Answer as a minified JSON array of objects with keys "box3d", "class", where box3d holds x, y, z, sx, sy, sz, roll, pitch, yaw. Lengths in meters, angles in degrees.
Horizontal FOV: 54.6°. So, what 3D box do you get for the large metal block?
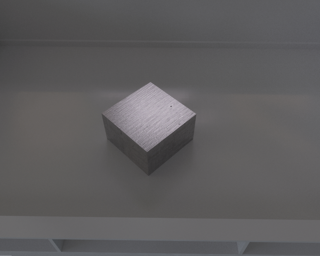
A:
[{"box3d":[-0.013,-0.001,0.390,0.080,0.050,0.080,-37,59,-27],"class":"large metal block"}]
